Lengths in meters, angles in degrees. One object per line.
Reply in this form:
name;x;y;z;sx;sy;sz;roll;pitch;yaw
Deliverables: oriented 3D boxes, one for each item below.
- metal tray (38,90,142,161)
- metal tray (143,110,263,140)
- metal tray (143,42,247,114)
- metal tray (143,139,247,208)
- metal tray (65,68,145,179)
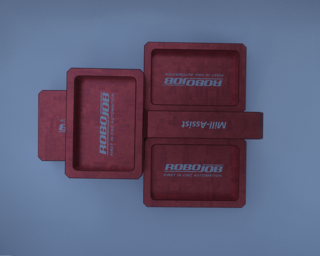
metal tray;-0.088;-0.003;0.405;0.131;0.030;0.089;0;90;-1
metal tray;0.047;-0.004;0.377;0.131;0.090;0.030;1;90;-1
metal tray;0.045;-0.064;0.408;0.131;0.030;0.089;1;90;-1
metal tray;0.045;0.056;0.408;0.131;0.030;0.089;1;90;-1
metal tray;-0.065;-0.005;0.376;0.091;0.030;0.129;1;90;-1
